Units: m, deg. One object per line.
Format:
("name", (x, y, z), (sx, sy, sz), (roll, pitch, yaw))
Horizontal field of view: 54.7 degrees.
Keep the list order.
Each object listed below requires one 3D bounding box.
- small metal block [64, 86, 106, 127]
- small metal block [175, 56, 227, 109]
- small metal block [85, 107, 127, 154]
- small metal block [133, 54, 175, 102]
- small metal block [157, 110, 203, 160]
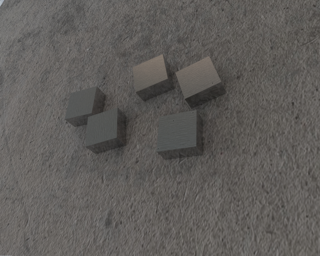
("small metal block", (-0.117, -0.033, 0.486), (0.050, 0.025, 0.050), (-11, 57, 22))
("small metal block", (0.054, -0.061, 0.413), (0.050, 0.025, 0.050), (-25, 53, 13))
("small metal block", (-0.076, 0.004, 0.441), (0.050, 0.025, 0.050), (-16, 55, 19))
("small metal block", (-0.010, -0.074, 0.454), (0.050, 0.025, 0.050), (-21, 54, 16))
("small metal block", (0.026, 0.009, 0.385), (0.050, 0.025, 0.050), (-10, 58, 23))
